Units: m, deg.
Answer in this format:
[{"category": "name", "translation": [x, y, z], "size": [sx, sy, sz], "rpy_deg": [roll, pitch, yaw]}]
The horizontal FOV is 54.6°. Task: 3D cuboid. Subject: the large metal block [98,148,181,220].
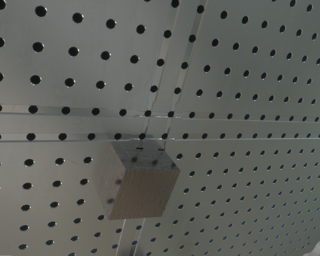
[{"category": "large metal block", "translation": [-0.030, 0.076, 0.425], "size": [0.081, 0.050, 0.080], "rpy_deg": [6, 115, -31]}]
